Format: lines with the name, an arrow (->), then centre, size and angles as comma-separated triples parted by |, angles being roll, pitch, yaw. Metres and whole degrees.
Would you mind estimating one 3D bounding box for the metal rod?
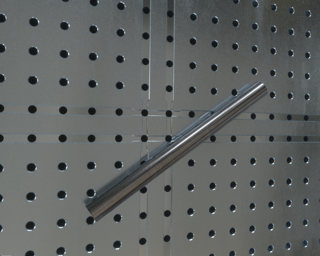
metal rod -> 0.034, 0.023, 0.424 | 0.301, 0.025, 0.025 | -35, 101, -17
